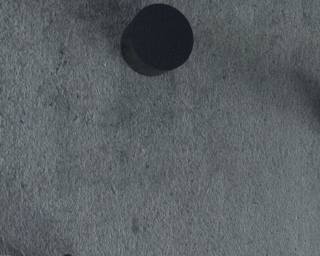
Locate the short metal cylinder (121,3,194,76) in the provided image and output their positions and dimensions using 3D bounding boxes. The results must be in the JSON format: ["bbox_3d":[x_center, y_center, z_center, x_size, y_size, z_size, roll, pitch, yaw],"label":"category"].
[{"bbox_3d":[-0.005,-0.109,0.394,0.081,0.050,0.080,0,90,-20],"label":"short metal cylinder"}]

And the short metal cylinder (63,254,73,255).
[{"bbox_3d":[-0.104,0.190,0.342,0.050,0.080,0.080,40,77,-16],"label":"short metal cylinder"}]
